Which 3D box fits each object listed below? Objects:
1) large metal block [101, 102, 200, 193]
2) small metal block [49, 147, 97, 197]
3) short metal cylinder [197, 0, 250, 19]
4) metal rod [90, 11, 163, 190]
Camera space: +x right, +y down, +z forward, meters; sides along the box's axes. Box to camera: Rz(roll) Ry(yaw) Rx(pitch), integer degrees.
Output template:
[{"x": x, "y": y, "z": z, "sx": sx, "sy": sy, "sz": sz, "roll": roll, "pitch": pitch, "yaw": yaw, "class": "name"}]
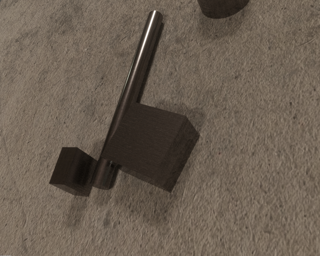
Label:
[{"x": -0.011, "y": 0.022, "z": 0.379, "sx": 0.080, "sy": 0.050, "sz": 0.080, "roll": 17, "pitch": 71, "yaw": 34, "class": "large metal block"}, {"x": -0.111, "y": 0.058, "z": 0.409, "sx": 0.025, "sy": 0.050, "sz": 0.050, "roll": -2, "pitch": 61, "yaw": 27, "class": "small metal block"}, {"x": 0.093, "y": -0.214, "z": 0.469, "sx": 0.080, "sy": 0.050, "sz": 0.080, "roll": -13, "pitch": 56, "yaw": 20, "class": "short metal cylinder"}, {"x": -0.042, "y": -0.056, "z": 0.458, "sx": 0.025, "sy": 0.025, "sz": 0.300, "roll": 1, "pitch": 62, "yaw": 28, "class": "metal rod"}]
